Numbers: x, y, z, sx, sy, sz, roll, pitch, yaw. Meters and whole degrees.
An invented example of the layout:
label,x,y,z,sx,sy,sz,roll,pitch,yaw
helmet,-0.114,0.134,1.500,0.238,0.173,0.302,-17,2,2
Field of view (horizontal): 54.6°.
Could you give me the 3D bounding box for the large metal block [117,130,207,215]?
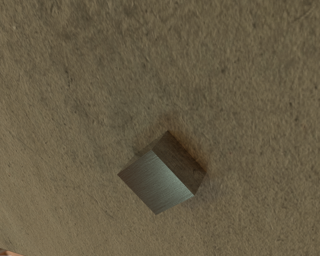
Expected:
label,x,y,z,sx,sy,sz,roll,pitch,yaw
large metal block,0.002,0.063,0.429,0.080,0.050,0.080,48,129,-5
